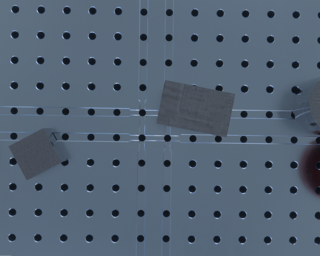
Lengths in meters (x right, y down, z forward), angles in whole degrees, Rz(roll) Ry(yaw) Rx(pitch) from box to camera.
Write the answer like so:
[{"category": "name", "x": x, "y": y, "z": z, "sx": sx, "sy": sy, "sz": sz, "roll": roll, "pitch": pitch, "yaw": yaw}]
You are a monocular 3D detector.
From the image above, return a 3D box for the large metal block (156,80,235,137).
[{"category": "large metal block", "x": 0.040, "y": -0.022, "z": 0.386, "sx": 0.080, "sy": 0.080, "sz": 0.050, "roll": 11, "pitch": 90, "yaw": -1}]

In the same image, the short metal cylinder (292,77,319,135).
[{"category": "short metal cylinder", "x": 0.223, "y": -0.030, "z": 0.404, "sx": 0.081, "sy": 0.050, "sz": 0.079, "roll": 0, "pitch": 90, "yaw": -1}]

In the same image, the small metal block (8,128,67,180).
[{"category": "small metal block", "x": -0.161, "y": 0.034, "z": 0.411, "sx": 0.050, "sy": 0.025, "sz": 0.050, "roll": -28, "pitch": 90, "yaw": -1}]
